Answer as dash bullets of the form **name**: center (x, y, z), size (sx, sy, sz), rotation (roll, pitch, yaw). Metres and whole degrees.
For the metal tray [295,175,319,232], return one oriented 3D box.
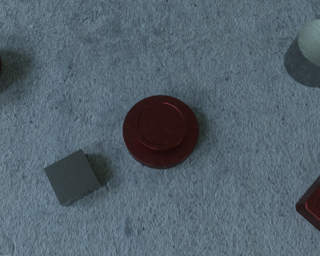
- **metal tray**: center (0.244, 0.081, 0.378), size (0.090, 0.030, 0.130), rotation (43, 75, 14)

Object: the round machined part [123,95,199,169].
- **round machined part**: center (0.001, 0.001, 0.399), size (0.099, 0.042, 0.098), rotation (0, 70, -1)

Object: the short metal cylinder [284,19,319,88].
- **short metal cylinder**: center (0.224, -0.104, 0.436), size (0.081, 0.050, 0.080), rotation (0, 70, 0)

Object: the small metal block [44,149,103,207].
- **small metal block**: center (-0.107, 0.062, 0.384), size (0.050, 0.025, 0.050), rotation (-29, 73, -10)
